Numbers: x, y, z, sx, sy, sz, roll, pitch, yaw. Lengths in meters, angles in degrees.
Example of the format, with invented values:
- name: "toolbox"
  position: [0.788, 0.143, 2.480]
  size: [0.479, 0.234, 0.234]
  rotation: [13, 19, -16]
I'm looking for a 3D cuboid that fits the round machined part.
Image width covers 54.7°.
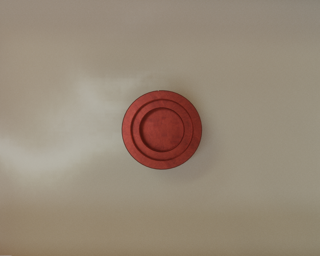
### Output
- name: "round machined part"
  position: [0.002, 0.002, 0.399]
  size: [0.099, 0.042, 0.097]
  rotation: [0, 90, -1]
